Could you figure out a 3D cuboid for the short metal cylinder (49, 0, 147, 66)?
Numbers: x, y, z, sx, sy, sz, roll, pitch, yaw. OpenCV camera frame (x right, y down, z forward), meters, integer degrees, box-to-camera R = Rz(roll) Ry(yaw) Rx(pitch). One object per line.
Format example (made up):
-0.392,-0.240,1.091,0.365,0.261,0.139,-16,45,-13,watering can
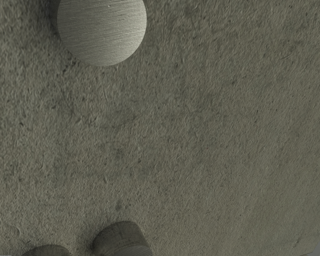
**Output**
-0.059,-0.105,0.293,0.081,0.050,0.079,-14,124,-21,short metal cylinder

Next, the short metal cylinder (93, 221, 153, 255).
-0.058,0.191,0.477,0.081,0.050,0.079,-14,124,-21,short metal cylinder

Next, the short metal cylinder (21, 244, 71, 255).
-0.161,0.212,0.434,0.081,0.050,0.079,-14,124,-21,short metal cylinder
